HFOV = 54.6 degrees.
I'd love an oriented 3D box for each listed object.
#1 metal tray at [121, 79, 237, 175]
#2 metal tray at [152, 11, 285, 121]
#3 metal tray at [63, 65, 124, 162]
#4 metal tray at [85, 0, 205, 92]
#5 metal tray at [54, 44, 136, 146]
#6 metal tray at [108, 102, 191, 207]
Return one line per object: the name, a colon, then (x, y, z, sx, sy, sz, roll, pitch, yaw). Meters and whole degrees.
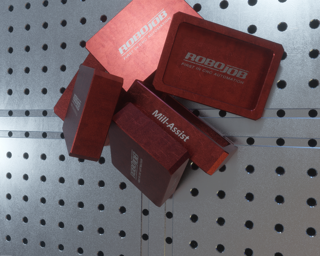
metal tray: (0.026, -0.003, 0.368, 0.130, 0.090, 0.030, 40, 103, 15)
metal tray: (0.065, -0.070, 0.361, 0.131, 0.030, 0.090, 17, 96, -4)
metal tray: (-0.084, -0.024, 0.362, 0.030, 0.130, 0.090, 16, 97, -23)
metal tray: (-0.017, -0.114, 0.397, 0.130, 0.030, 0.090, -42, 80, 0)
metal tray: (-0.081, -0.048, 0.439, 0.090, 0.030, 0.130, 40, 103, 14)
metal tray: (-0.018, 0.037, 0.368, 0.090, 0.129, 0.030, 40, 64, 15)
